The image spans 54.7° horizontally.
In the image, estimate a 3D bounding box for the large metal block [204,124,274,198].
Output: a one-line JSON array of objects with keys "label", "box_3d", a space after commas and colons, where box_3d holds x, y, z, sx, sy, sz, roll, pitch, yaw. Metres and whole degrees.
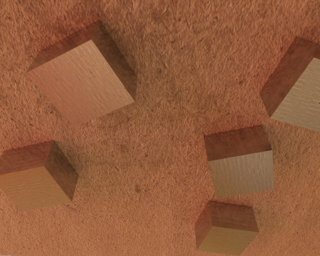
[{"label": "large metal block", "box_3d": [0.110, 0.048, 0.433, 0.080, 0.050, 0.080, -11, 129, 9]}]

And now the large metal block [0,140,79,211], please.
[{"label": "large metal block", "box_3d": [-0.177, 0.070, 0.449, 0.080, 0.050, 0.080, -12, 129, 10]}]

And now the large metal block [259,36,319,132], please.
[{"label": "large metal block", "box_3d": [0.175, -0.046, 0.353, 0.081, 0.050, 0.079, 14, 129, -12]}]

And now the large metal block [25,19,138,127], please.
[{"label": "large metal block", "box_3d": [-0.081, -0.058, 0.341, 0.080, 0.050, 0.080, -21, 127, 17]}]

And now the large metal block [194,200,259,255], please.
[{"label": "large metal block", "box_3d": [0.113, 0.176, 0.542, 0.081, 0.050, 0.079, 11, 129, -9]}]
